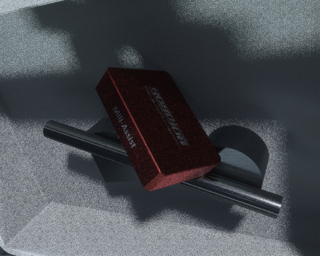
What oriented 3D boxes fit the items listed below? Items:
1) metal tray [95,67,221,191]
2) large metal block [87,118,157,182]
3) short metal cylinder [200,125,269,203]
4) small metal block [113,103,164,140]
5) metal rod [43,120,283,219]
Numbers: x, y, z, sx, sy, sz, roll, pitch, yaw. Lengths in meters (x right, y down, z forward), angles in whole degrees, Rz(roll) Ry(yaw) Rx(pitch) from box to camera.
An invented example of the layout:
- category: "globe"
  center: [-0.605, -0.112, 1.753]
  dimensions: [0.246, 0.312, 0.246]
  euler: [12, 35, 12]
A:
- category: "metal tray"
  center: [-0.002, -0.005, 0.329]
  dimensions: [0.030, 0.091, 0.130]
  euler: [-47, 61, 38]
- category: "large metal block"
  center: [-0.048, 0.027, 0.432]
  dimensions: [0.080, 0.050, 0.080]
  euler: [-8, 115, 31]
- category: "short metal cylinder"
  center: [0.085, 0.044, 0.372]
  dimensions: [0.080, 0.050, 0.079]
  euler: [13, 124, 20]
- category: "small metal block"
  center: [-0.027, -0.016, 0.366]
  dimensions: [0.050, 0.025, 0.050]
  euler: [-15, 77, 5]
- category: "metal rod"
  center: [-0.012, 0.043, 0.372]
  dimensions: [0.301, 0.025, 0.025]
  euler: [17, 125, 18]
